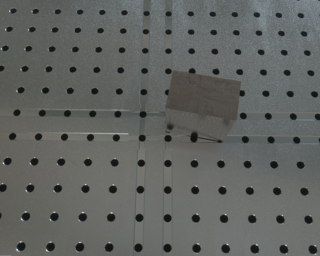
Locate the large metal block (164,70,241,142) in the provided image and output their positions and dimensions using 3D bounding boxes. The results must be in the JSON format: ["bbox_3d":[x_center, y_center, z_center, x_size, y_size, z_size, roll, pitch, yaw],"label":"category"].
[{"bbox_3d":[0.050,-0.025,0.392,0.080,0.080,0.050,10,71,3],"label":"large metal block"}]
